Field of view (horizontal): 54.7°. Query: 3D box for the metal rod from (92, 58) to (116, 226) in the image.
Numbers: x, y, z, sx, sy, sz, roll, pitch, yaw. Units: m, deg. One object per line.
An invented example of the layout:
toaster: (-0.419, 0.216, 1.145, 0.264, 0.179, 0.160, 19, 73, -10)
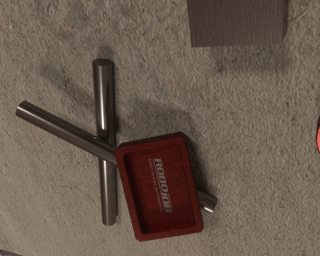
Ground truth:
metal rod: (-0.082, 0.041, 0.473, 0.025, 0.025, 0.298, 16, 125, 18)

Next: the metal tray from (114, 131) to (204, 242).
metal tray: (0.001, 0.077, 0.406, 0.090, 0.030, 0.129, -11, 98, 6)

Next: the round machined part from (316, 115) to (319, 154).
round machined part: (0.202, 0.001, 0.291, 0.098, 0.042, 0.097, 13, 124, 20)

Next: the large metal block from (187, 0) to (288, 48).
large metal block: (0.071, -0.120, 0.279, 0.080, 0.050, 0.079, 4, 121, 25)

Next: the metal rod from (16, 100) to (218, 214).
metal rod: (-0.060, 0.041, 0.434, 0.301, 0.025, 0.025, 27, 128, 0)
